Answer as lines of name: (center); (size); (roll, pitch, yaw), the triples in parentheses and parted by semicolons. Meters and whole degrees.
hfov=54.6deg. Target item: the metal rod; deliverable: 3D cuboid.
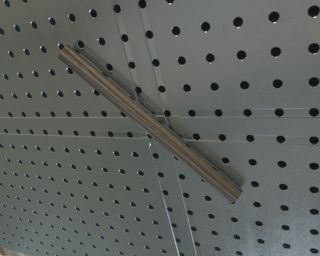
metal rod: (-0.013, -0.006, 0.415); (0.300, 0.025, 0.025); (40, 129, 0)
